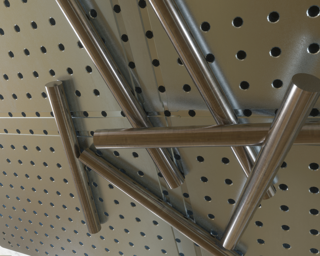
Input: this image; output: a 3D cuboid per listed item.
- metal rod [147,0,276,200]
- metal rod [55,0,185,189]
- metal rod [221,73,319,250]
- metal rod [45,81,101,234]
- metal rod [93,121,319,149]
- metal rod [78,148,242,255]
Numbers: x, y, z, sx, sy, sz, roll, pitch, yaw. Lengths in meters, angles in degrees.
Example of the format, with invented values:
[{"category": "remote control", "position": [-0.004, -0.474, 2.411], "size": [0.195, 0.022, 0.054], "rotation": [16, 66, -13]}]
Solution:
[{"category": "metal rod", "position": [0.058, -0.041, 0.354], "size": [0.025, 0.025, 0.299], "rotation": [-21, 107, 36]}, {"category": "metal rod", "position": [-0.049, -0.045, 0.409], "size": [0.025, 0.025, 0.299], "rotation": [-19, 108, 35]}, {"category": "metal rod", "position": [0.111, 0.067, 0.356], "size": [0.025, 0.025, 0.298], "rotation": [21, 138, 16]}, {"category": "metal rod", "position": [-0.141, 0.065, 0.526], "size": [0.025, 0.025, 0.298], "rotation": [8, 122, 24]}, {"category": "metal rod", "position": [0.066, 0.009, 0.346], "size": [0.301, 0.025, 0.025], "rotation": [-2, 118, 17]}, {"category": "metal rod", "position": [-0.001, 0.126, 0.489], "size": [0.300, 0.025, 0.025], "rotation": [34, 129, 5]}]
